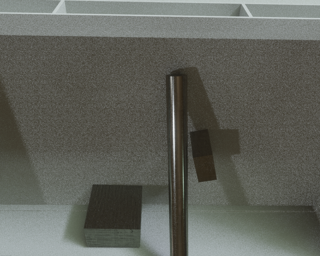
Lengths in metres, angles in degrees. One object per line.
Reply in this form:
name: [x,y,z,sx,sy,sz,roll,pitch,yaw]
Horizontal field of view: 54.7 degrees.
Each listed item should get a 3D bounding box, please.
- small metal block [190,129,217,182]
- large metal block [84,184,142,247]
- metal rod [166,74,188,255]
small metal block: [0.060,0.038,0.426,0.025,0.050,0.050,-10,130,8]
large metal block: [-0.070,0.137,0.489,0.081,0.080,0.050,2,130,-2]
metal rod: [0.024,0.082,0.401,0.025,0.025,0.298,-2,106,1]
